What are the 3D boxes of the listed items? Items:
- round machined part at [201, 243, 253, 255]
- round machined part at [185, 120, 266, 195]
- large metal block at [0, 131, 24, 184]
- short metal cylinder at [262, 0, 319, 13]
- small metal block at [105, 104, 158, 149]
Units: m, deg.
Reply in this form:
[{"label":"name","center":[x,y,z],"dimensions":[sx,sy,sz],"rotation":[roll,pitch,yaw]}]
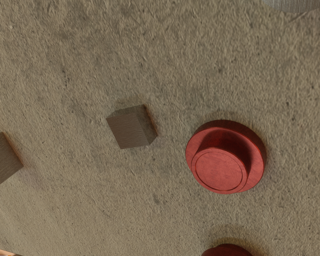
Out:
[{"label":"round machined part","center":[0.109,0.216,0.471],"dimensions":[0.098,0.042,0.097],"rotation":[13,124,20]},{"label":"round machined part","center":[0.077,0.042,0.381],"dimensions":[0.098,0.042,0.097],"rotation":[13,124,20]},{"label":"large metal block","center":[-0.319,0.063,0.575],"dimensions":[0.050,0.080,0.080],"rotation":[-9,114,32]},{"label":"short metal cylinder","center":[0.114,-0.138,0.245],"dimensions":[0.080,0.050,0.079],"rotation":[13,124,20]},{"label":"small metal block","center":[-0.039,-0.001,0.425],"dimensions":[0.050,0.025,0.050],"rotation":[-10,114,32]}]
